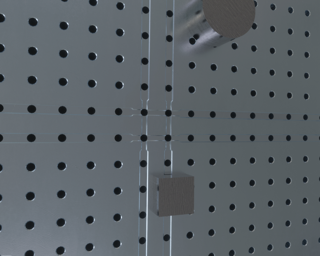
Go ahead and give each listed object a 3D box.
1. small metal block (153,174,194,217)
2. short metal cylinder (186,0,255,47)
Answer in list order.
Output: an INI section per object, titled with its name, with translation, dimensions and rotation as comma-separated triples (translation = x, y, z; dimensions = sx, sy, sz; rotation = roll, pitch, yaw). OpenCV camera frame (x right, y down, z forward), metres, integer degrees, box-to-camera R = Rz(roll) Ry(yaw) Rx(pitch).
[small metal block]
translation = 0.018, 0.090, 0.419
dimensions = 0.050, 0.025, 0.050
rotation = 0, 90, -20
[short metal cylinder]
translation = 0.083, -0.158, 0.430
dimensions = 0.081, 0.050, 0.079
rotation = 0, 90, -20
